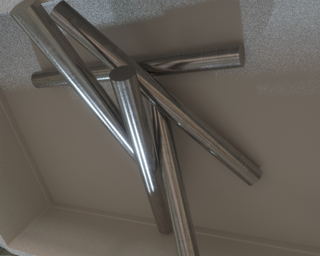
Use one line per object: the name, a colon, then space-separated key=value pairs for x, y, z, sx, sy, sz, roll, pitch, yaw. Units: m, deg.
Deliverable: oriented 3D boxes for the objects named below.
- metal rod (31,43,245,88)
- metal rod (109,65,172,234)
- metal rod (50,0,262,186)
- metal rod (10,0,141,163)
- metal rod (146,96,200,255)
metal rod: x=-0.048 y=-0.073 z=0.388 sx=0.300 sy=0.025 sz=0.025 roll=-1 pitch=118 yaw=28
metal rod: x=-0.013 y=0.054 z=0.390 sx=0.025 sy=0.025 sz=0.298 roll=11 pitch=139 yaw=22
metal rod: x=0.004 y=-0.033 z=0.359 sx=0.300 sy=0.025 sz=0.025 roll=40 pitch=130 yaw=-10
metal rod: x=-0.053 y=-0.009 z=0.355 sx=0.025 sy=0.025 sz=0.300 roll=-1 pitch=143 yaw=29
metal rod: x=0.023 y=0.096 z=0.374 sx=0.025 sy=0.025 sz=0.298 roll=-15 pitch=85 yaw=34
